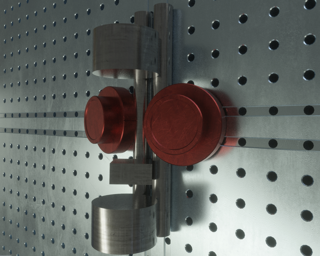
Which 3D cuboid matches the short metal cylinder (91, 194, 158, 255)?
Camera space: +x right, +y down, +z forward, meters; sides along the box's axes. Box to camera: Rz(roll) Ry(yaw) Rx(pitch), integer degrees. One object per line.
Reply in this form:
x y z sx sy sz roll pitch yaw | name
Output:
-0.043 0.115 0.381 0.080 0.081 0.050 1 91 40 | short metal cylinder

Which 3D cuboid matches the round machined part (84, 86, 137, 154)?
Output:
-0.077 -0.011 0.446 0.098 0.042 0.097 0 90 54 | round machined part

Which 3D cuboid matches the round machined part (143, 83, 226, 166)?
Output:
0.024 -0.004 0.361 0.098 0.042 0.097 0 90 25 | round machined part

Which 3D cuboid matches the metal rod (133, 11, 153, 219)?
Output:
-0.024 -0.008 0.429 0.025 0.025 0.298 1 91 40 | metal rod

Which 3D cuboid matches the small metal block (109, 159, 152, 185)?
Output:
-0.035 0.054 0.392 0.050 0.050 0.025 1 91 -2 | small metal block

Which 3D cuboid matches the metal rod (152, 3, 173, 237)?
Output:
0.003 -0.010 0.406 0.025 0.025 0.298 1 91 40 | metal rod

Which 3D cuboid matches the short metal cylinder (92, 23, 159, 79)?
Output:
-0.041 -0.090 0.379 0.080 0.081 0.050 1 91 40 | short metal cylinder
